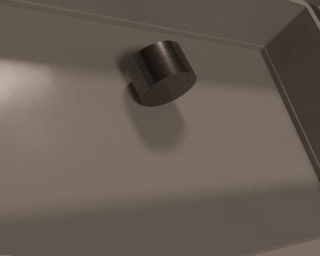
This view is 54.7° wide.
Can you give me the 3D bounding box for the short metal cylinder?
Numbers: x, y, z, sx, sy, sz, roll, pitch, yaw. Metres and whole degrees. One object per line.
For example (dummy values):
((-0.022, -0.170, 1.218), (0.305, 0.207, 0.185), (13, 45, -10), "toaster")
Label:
((0.002, -0.071, 0.416), (0.081, 0.080, 0.050), (-13, 69, -34), "short metal cylinder")
